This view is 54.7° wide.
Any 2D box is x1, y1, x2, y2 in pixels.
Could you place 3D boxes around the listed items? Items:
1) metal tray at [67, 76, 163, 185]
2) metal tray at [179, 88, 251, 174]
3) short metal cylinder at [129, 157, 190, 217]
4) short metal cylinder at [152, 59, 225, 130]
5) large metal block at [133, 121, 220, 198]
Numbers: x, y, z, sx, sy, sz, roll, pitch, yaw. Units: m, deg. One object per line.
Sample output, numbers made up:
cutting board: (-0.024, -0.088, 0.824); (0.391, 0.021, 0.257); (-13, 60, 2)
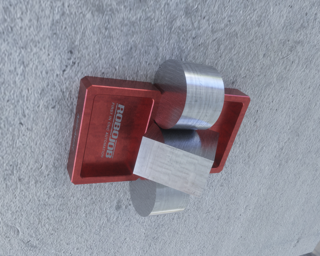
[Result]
metal tray: (-0.057, 0.006, 0.378); (0.091, 0.030, 0.129); (1, 118, -29)
metal tray: (0.066, 0.006, 0.445); (0.091, 0.030, 0.129); (1, 118, -29)
short metal cylinder: (-0.002, 0.076, 0.419); (0.050, 0.080, 0.079); (2, 118, -30)
short metal cylinder: (0.030, -0.038, 0.366); (0.050, 0.080, 0.079); (2, 118, -30)
large metal block: (0.023, 0.029, 0.377); (0.080, 0.080, 0.050); (19, 115, 7)
